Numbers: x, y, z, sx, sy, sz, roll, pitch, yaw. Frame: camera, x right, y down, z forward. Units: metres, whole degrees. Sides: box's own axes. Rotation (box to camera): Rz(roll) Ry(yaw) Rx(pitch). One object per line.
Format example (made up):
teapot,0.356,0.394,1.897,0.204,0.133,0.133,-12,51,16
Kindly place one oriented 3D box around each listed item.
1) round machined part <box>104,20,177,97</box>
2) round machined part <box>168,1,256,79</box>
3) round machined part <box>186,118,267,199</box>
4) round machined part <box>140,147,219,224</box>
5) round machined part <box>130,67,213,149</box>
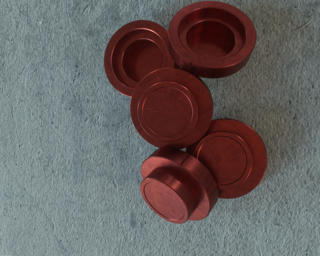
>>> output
round machined part,-0.020,-0.087,0.407,0.098,0.042,0.097,0,90,19
round machined part,0.059,-0.098,0.365,0.099,0.042,0.098,0,65,0
round machined part,0.077,0.037,0.373,0.098,0.042,0.097,0,90,19
round machined part,0.016,0.074,0.368,0.098,0.042,0.097,24,136,26
round machined part,0.012,-0.021,0.361,0.098,0.042,0.097,2,101,11
